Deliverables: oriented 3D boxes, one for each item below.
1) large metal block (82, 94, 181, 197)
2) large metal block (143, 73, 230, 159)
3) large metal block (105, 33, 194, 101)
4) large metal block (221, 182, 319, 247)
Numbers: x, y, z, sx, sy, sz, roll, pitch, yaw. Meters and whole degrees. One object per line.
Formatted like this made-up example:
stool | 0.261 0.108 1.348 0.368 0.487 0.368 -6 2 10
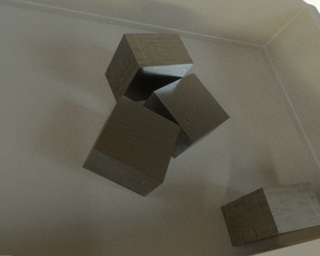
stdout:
large metal block | -0.031 0.021 0.361 0.080 0.050 0.080 28 52 -11
large metal block | 0.033 -0.018 0.420 0.081 0.050 0.080 -30 79 -38
large metal block | -0.017 -0.078 0.411 0.081 0.080 0.050 -12 68 -33
large metal block | 0.137 0.107 0.381 0.081 0.080 0.050 1 62 -28
